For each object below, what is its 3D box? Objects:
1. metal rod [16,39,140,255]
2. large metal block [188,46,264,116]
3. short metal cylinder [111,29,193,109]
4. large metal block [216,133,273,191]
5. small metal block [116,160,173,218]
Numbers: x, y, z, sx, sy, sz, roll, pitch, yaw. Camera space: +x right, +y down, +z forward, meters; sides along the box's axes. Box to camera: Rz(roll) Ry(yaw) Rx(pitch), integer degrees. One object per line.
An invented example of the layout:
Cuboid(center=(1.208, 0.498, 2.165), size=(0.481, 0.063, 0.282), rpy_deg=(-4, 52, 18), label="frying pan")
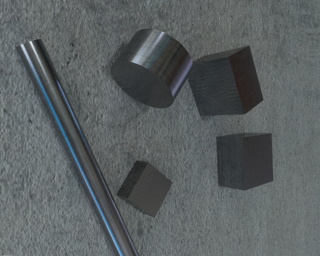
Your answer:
Cuboid(center=(-0.076, 0.053, 0.340), size=(0.025, 0.025, 0.298), rpy_deg=(-32, 110, -35), label="metal rod")
Cuboid(center=(0.091, -0.065, 0.445), size=(0.050, 0.080, 0.080), rpy_deg=(-33, 110, -35), label="large metal block")
Cuboid(center=(-0.009, -0.067, 0.361), size=(0.080, 0.080, 0.050), rpy_deg=(44, 63, -31), label="short metal cylinder")
Cuboid(center=(0.139, 0.051, 0.505), size=(0.081, 0.050, 0.079), rpy_deg=(-5, 93, -40), label="large metal block")
Cuboid(center=(-0.018, 0.076, 0.390), size=(0.050, 0.025, 0.050), rpy_deg=(44, 64, -31), label="small metal block")
